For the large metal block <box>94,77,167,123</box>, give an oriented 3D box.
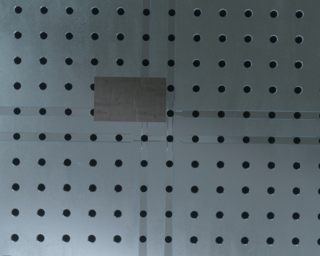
[{"bbox_3d":[-0.033,-0.032,0.386,0.080,0.080,0.050,1,90,0],"label":"large metal block"}]
